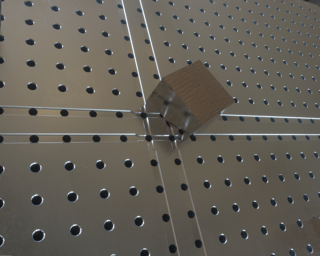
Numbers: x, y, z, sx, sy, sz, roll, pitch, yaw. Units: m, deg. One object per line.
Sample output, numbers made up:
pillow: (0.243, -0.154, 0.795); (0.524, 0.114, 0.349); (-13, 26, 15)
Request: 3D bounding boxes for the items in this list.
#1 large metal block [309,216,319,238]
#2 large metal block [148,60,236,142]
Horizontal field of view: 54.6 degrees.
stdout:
large metal block: (0.281, 0.134, 0.441); (0.081, 0.080, 0.050); (-9, 67, -32)
large metal block: (0.045, -0.040, 0.440); (0.081, 0.050, 0.080); (-32, 80, -38)
